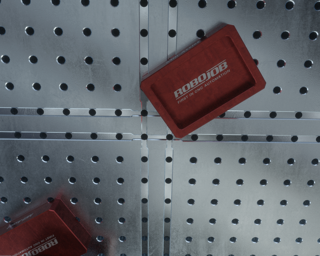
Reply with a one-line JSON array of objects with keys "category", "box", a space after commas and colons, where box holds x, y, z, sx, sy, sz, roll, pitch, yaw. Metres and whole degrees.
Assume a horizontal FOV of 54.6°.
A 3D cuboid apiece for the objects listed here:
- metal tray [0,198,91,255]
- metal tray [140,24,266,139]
[{"category": "metal tray", "box": [-0.185, 0.175, 0.474, 0.130, 0.030, 0.090, -29, 108, 10]}, {"category": "metal tray", "box": [0.052, -0.057, 0.389, 0.130, 0.030, 0.090, -32, 107, 11]}]
